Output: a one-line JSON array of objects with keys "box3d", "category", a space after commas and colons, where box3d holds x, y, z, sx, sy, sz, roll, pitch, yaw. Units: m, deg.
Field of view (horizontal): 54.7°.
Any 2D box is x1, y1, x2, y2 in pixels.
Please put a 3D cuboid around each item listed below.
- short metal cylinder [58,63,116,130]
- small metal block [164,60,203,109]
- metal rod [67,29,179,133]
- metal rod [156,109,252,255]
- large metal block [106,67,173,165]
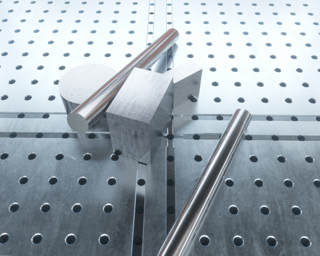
[{"box3d": [-0.093, -0.044, 0.428, 0.081, 0.050, 0.080, 0, 50, 0], "category": "short metal cylinder"}, {"box3d": [0.031, -0.062, 0.444, 0.050, 0.050, 0.025, -31, 57, -23], "category": "small metal block"}, {"box3d": [-0.031, -0.084, 0.430, 0.025, 0.025, 0.301, 17, 37, 13], "category": "metal rod"}, {"box3d": [0.040, 0.084, 0.337, 0.025, 0.025, 0.301, 23, 54, 18], "category": "metal rod"}, {"box3d": [-0.021, -0.014, 0.384, 0.050, 0.080, 0.080, 16, 52, 12], "category": "large metal block"}]
